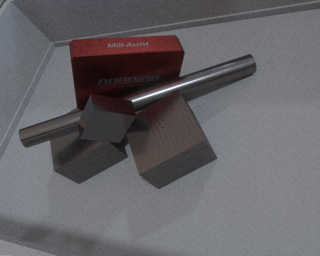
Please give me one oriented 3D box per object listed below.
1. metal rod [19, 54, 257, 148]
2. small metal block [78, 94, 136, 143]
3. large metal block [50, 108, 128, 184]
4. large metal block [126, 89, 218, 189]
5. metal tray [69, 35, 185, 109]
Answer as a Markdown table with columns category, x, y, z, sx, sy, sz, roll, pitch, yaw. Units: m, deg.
| category | x | y | z | sx | sy | sz | roll | pitch | yaw |
| --- | --- | --- | --- | --- | --- | --- | --- | --- | --- |
| metal rod | -0.026 | -0.035 | 0.390 | 0.302 | 0.025 | 0.025 | -18 | 53 | -2 |
| small metal block | -0.063 | -0.010 | 0.363 | 0.050 | 0.050 | 0.025 | -55 | 40 | 38 |
| large metal block | -0.101 | 0.017 | 0.426 | 0.080 | 0.050 | 0.080 | -29 | 52 | 9 |
| large metal block | 0.010 | 0.014 | 0.373 | 0.080 | 0.050 | 0.080 | -29 | 52 | 9 |
| metal tray | -0.042 | -0.068 | 0.390 | 0.131 | 0.089 | 0.030 | -7 | 54 | -14 |
